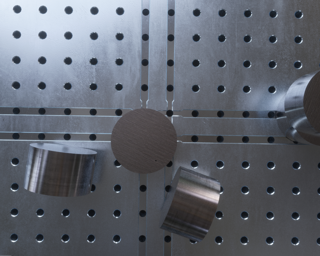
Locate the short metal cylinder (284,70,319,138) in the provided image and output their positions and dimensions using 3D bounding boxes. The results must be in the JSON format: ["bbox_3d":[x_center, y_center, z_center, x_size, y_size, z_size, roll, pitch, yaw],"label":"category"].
[{"bbox_3d":[0.192,-0.028,0.352,0.081,0.050,0.079,0,90,0],"label":"short metal cylinder"}]

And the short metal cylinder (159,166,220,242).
[{"bbox_3d":[0.036,0.094,0.386,0.050,0.080,0.080,20,90,0],"label":"short metal cylinder"}]

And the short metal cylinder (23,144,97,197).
[{"bbox_3d":[-0.123,0.050,0.385,0.080,0.080,0.050,9,90,0],"label":"short metal cylinder"}]

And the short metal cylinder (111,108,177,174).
[{"bbox_3d":[-0.019,0.016,0.401,0.081,0.050,0.079,0,90,0],"label":"short metal cylinder"}]

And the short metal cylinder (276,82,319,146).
[{"bbox_3d":[0.201,-0.018,0.402,0.081,0.050,0.079,0,90,0],"label":"short metal cylinder"}]
